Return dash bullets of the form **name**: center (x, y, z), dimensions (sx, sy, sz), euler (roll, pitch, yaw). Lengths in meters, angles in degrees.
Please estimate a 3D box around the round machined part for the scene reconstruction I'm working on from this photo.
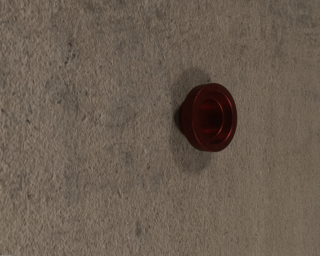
- **round machined part**: center (0.066, -0.015, 0.451), dimensions (0.099, 0.042, 0.097), euler (0, 90, -40)
